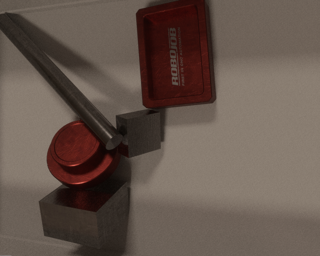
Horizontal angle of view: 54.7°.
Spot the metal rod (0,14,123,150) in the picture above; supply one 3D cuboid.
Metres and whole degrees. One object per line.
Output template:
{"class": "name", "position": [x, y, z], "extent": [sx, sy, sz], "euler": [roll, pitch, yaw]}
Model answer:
{"class": "metal rod", "position": [-0.154, -0.078, 0.436], "extent": [0.300, 0.025, 0.025], "euler": [44, 104, 24]}

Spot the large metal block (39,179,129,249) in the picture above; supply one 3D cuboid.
{"class": "large metal block", "position": [-0.096, 0.105, 0.408], "extent": [0.080, 0.080, 0.050], "euler": [5, 108, 19]}

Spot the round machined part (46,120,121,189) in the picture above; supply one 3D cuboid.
{"class": "round machined part", "position": [-0.105, 0.028, 0.413], "extent": [0.098, 0.042, 0.098], "euler": [-5, 57, 8]}

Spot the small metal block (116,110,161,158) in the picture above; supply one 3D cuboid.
{"class": "small metal block", "position": [-0.027, 0.006, 0.397], "extent": [0.025, 0.050, 0.050], "euler": [19, 116, 49]}

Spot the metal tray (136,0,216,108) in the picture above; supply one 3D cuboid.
{"class": "metal tray", "position": [0.020, -0.093, 0.399], "extent": [0.090, 0.030, 0.129], "euler": [-5, 88, 19]}
